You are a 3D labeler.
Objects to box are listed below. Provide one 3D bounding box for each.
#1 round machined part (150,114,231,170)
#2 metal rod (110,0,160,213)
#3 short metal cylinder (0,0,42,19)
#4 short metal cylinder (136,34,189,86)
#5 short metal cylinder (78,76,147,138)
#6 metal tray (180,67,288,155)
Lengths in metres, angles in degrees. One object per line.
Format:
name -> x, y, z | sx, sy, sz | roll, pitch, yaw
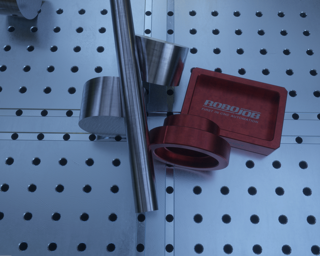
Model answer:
round machined part -> 0.034, 0.016, 0.367 | 0.099, 0.098, 0.042 | 11, 70, 4
metal rod -> -0.034, -0.058, 0.353 | 0.025, 0.025, 0.299 | -8, 76, -3
short metal cylinder -> -0.216, -0.205, 0.456 | 0.050, 0.080, 0.080 | 9, 70, 3
short metal cylinder -> -0.007, -0.091, 0.408 | 0.080, 0.080, 0.050 | 16, 107, 6
short metal cylinder -> -0.058, -0.024, 0.391 | 0.080, 0.080, 0.050 | 2, 70, 1
metal tray -> 0.097, -0.023, 0.417 | 0.131, 0.030, 0.090 | 14, 71, 5
